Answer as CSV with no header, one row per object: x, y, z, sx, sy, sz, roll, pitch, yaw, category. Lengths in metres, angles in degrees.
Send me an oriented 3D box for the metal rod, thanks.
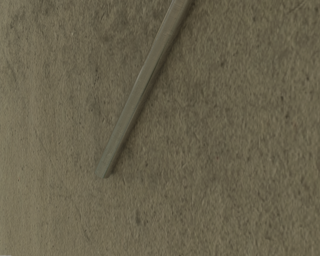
-0.025,-0.055,0.423,0.025,0.025,0.298,41,114,32,metal rod
